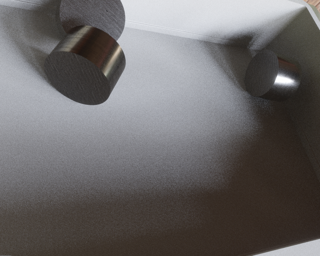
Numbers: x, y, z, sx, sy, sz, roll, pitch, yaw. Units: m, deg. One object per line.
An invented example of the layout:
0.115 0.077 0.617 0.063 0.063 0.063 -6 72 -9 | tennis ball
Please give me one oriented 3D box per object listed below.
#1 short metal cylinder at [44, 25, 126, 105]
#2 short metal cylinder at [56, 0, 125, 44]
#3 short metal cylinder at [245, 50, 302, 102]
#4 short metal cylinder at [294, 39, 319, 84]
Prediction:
-0.088 -0.073 0.369 0.080 0.080 0.050 29 52 -11 | short metal cylinder
-0.091 -0.143 0.403 0.081 0.050 0.079 -6 105 -23 | short metal cylinder
0.192 -0.088 0.531 0.050 0.080 0.080 9 58 -24 | short metal cylinder
0.337 -0.142 0.664 0.081 0.050 0.080 14 56 -21 | short metal cylinder
